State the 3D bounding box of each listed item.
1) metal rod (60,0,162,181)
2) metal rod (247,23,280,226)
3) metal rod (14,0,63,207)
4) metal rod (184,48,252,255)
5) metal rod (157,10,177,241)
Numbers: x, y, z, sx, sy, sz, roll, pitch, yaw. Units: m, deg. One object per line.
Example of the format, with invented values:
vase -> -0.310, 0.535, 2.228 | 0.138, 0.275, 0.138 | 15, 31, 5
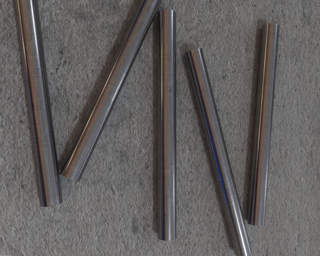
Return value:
metal rod -> -0.049, -0.077, 0.390 | 0.025, 0.025, 0.299 | 26, 81, -18
metal rod -> 0.155, -0.006, 0.465 | 0.025, 0.025, 0.298 | 6, 88, -20
metal rod -> -0.143, -0.060, 0.356 | 0.025, 0.025, 0.298 | -7, 93, -20
metal rod -> 0.084, 0.038, 0.439 | 0.025, 0.025, 0.298 | -17, 96, -19
metal rod -> 0.009, -0.004, 0.412 | 0.025, 0.025, 0.298 | 0, 90, -20
